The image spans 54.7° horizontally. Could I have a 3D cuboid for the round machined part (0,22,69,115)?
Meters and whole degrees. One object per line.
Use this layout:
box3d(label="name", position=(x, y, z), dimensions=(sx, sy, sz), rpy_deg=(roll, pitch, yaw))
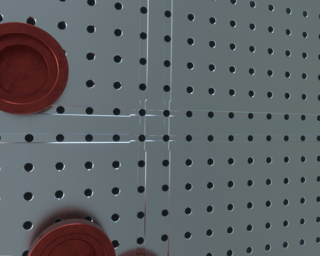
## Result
box3d(label="round machined part", position=(-0.155, -0.063, 0.347), dimensions=(0.099, 0.042, 0.097), rpy_deg=(0, 90, -21))

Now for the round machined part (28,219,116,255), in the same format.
box3d(label="round machined part", position=(-0.105, 0.156, 0.366), dimensions=(0.099, 0.042, 0.097), rpy_deg=(0, 90, -21))

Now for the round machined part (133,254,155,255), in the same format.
box3d(label="round machined part", position=(-0.021, 0.218, 0.397), dimensions=(0.099, 0.042, 0.097), rpy_deg=(0, 90, -20))
